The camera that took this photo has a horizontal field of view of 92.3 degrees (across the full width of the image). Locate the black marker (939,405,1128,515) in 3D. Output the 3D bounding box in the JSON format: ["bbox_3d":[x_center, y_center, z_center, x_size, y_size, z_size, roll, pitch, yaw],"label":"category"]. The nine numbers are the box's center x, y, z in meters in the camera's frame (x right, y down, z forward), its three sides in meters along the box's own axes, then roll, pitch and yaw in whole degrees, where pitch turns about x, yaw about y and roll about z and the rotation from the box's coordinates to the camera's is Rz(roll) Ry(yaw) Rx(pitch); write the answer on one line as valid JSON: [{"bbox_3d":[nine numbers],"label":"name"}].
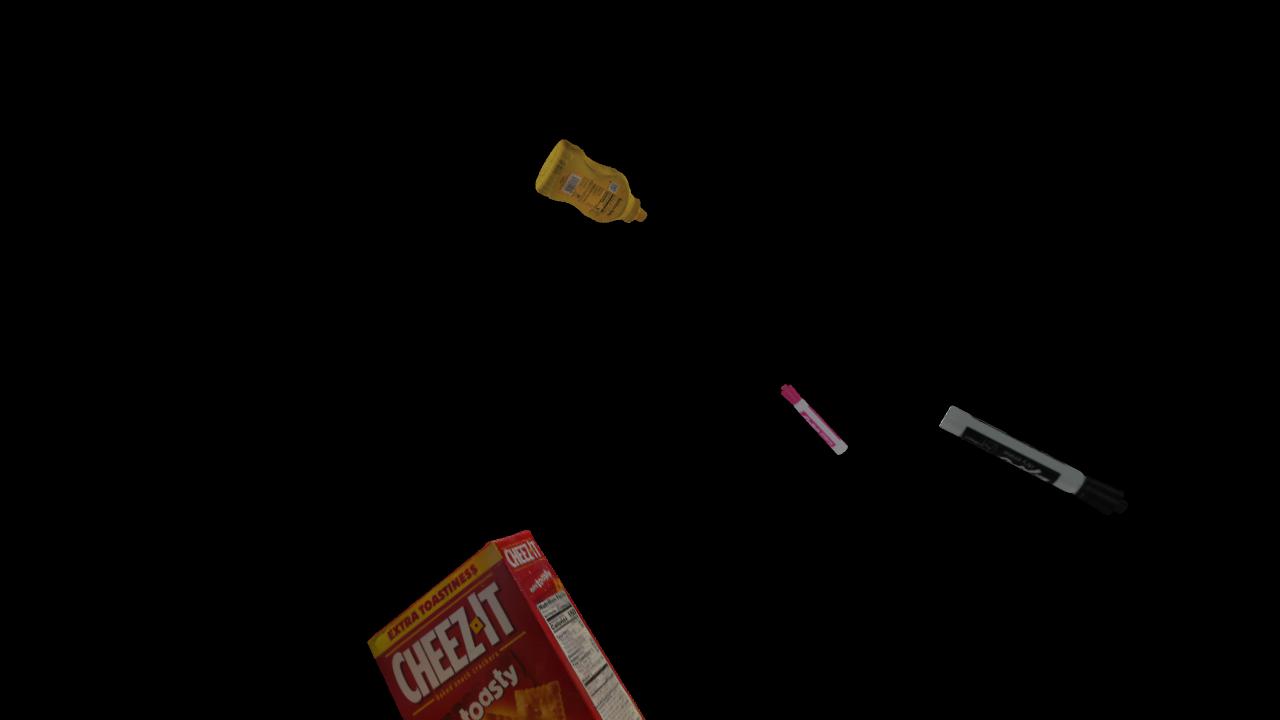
[{"bbox_3d":[0.273,0.070,0.431,0.121,0.020,0.020,31,14,24],"label":"black marker"}]

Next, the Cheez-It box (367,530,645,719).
[{"bbox_3d":[-0.111,0.285,0.522,0.166,0.223,0.071,-39,-17,12],"label":"Cheez-It box"}]

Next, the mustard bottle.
[{"bbox_3d":[-0.066,-0.266,0.978,0.184,0.092,0.054,22,30,-29],"label":"mustard bottle"}]

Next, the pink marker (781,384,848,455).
[{"bbox_3d":[0.236,0.079,0.837,0.020,0.121,0.020,-43,2,2],"label":"pink marker"}]
